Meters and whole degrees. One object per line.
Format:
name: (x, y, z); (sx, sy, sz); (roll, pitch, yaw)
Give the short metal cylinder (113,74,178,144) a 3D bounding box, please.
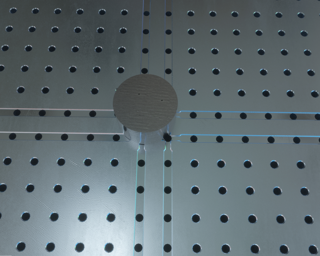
short metal cylinder: (-0.018, -0.024, 0.407); (0.081, 0.050, 0.080); (0, 70, -1)
